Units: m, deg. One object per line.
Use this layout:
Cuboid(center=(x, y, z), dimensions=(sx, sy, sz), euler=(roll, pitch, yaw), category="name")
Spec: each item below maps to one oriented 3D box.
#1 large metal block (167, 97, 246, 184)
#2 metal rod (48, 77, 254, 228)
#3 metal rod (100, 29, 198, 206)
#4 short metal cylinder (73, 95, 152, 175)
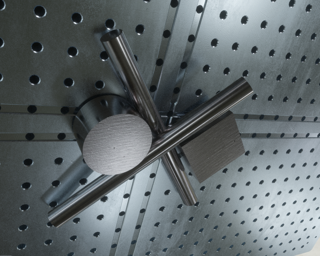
Cuboid(center=(0.065, 0.018, 0.435), dimensions=(0.080, 0.050, 0.080), euler=(-33, 129, -7), category="large metal block")
Cuboid(center=(-0.016, 0.034, 0.391), dimensions=(0.300, 0.025, 0.025), euler=(-35, 130, 6), category="metal rod")
Cuboid(center=(0.000, 0.010, 0.412), dimensions=(0.025, 0.025, 0.299), euler=(-32, 129, -8), category="metal rod")
Cuboid(center=(-0.056, 0.008, 0.365), dimensions=(0.081, 0.050, 0.079), euler=(-14, 124, -21), category="short metal cylinder")
